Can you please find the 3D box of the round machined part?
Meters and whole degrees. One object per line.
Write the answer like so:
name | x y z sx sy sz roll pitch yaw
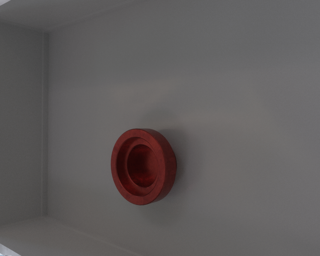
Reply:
round machined part | -0.017 0.049 0.411 0.098 0.042 0.097 0 90 40
